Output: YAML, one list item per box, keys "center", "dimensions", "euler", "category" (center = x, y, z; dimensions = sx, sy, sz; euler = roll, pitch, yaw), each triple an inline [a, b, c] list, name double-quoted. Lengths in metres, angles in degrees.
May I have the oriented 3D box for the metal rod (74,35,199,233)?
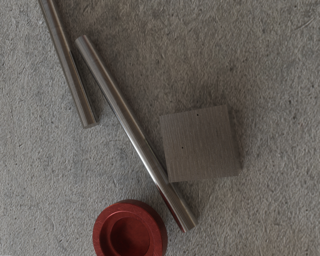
- center: [-0.037, 0.001, 0.420]
  dimensions: [0.025, 0.025, 0.299]
  euler: [-34, 79, 16]
  category: "metal rod"

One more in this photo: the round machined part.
- center: [-0.036, 0.143, 0.412]
  dimensions: [0.098, 0.042, 0.097]
  euler: [0, 90, 19]
  category: "round machined part"

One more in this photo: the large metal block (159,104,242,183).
- center: [0.051, 0.019, 0.377]
  dimensions: [0.080, 0.050, 0.080]
  euler: [-9, 87, 19]
  category: "large metal block"

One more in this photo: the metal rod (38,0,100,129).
- center: [-0.151, -0.141, 0.460]
  dimensions: [0.025, 0.025, 0.299]
  euler: [-24, 82, 18]
  category: "metal rod"
